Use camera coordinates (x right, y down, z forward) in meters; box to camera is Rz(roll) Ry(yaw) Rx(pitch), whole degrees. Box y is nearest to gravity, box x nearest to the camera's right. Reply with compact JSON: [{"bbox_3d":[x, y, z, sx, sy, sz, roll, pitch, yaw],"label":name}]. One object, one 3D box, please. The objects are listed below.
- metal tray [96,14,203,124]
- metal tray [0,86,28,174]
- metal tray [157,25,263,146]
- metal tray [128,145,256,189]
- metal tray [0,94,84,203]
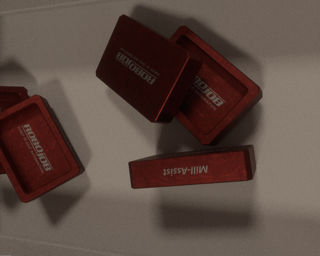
[{"bbox_3d":[-0.020,-0.075,0.387,0.130,0.030,0.089,40,111,33],"label":"metal tray"},{"bbox_3d":[-0.246,0.004,0.461,0.030,0.091,0.129,-5,88,61],"label":"metal tray"},{"bbox_3d":[0.046,-0.052,0.381,0.090,0.030,0.130,-48,68,13],"label":"metal tray"},{"bbox_3d":[0.041,0.044,0.360,0.130,0.090,0.030,-8,88,19],"label":"metal tray"},{"bbox_3d":[-0.181,0.029,0.446,0.090,0.030,0.130,-29,86,-6],"label":"metal tray"}]
